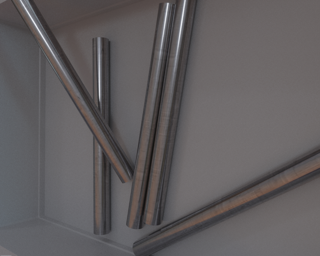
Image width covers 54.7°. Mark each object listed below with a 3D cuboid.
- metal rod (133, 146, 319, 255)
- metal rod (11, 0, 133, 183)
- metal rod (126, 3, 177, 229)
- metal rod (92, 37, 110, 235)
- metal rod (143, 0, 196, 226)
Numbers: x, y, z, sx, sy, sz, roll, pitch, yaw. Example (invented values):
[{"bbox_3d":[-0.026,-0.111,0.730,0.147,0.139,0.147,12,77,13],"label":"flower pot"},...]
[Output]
[{"bbox_3d":[0.071,0.090,0.346,0.299,0.025,0.025,-38,67,33],"label":"metal rod"},{"bbox_3d":[-0.117,-0.056,0.424,0.025,0.025,0.299,-25,99,37],"label":"metal rod"},{"bbox_3d":[-0.012,-0.010,0.414,0.025,0.025,0.298,15,99,38],"label":"metal rod"},{"bbox_3d":[-0.091,0.012,0.478,0.025,0.025,0.298,-1,90,39],"label":"metal rod"},{"bbox_3d":[0.012,-0.022,0.395,0.025,0.025,0.298,14,99,39],"label":"metal rod"}]
